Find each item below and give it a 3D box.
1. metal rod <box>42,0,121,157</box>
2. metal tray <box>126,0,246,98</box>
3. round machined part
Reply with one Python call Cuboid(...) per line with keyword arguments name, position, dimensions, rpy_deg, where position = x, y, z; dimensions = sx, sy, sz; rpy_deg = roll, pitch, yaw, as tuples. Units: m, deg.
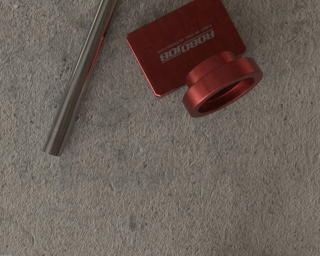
Cuboid(name="metal rod", position=(-0.089, -0.106, 0.409), dimensions=(0.025, 0.025, 0.299), rpy_deg=(21, 90, 0))
Cuboid(name="metal tray", position=(0.034, -0.107, 0.408), dimensions=(0.130, 0.030, 0.090), rpy_deg=(-27, 90, 0))
Cuboid(name="round machined part", position=(0.070, -0.056, 0.376), dimensions=(0.098, 0.098, 0.042), rpy_deg=(-27, 75, 0))
